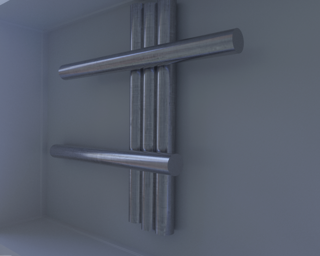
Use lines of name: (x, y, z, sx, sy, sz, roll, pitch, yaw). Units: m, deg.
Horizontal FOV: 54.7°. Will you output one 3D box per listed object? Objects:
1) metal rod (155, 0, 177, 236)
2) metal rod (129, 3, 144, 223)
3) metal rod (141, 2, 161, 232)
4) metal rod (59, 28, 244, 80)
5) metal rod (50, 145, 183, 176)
metal rod: (0.008, -0.014, 0.398, 0.025, 0.025, 0.298, 1, 91, 40)
metal rod: (-0.030, -0.020, 0.431, 0.025, 0.025, 0.298, 1, 91, 40)
metal rod: (-0.011, -0.014, 0.415, 0.025, 0.025, 0.298, 1, 91, 40)
metal rod: (-0.037, -0.088, 0.403, 0.300, 0.025, 0.025, 1, 91, 40)
metal rod: (-0.085, 0.041, 0.452, 0.300, 0.025, 0.025, 0, 90, 47)
